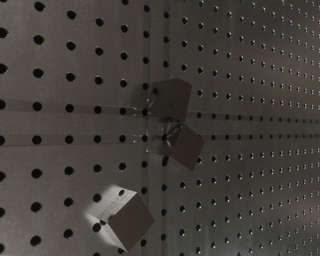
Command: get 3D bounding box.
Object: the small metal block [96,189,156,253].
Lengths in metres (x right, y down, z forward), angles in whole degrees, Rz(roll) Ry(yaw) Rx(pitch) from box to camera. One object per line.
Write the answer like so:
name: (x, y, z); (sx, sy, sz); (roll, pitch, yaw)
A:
small metal block: (-0.040, 0.112, 0.377); (0.050, 0.025, 0.050); (-42, 116, -32)

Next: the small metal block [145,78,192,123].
small metal block: (0.011, -0.034, 0.404); (0.025, 0.050, 0.050); (21, 77, -39)

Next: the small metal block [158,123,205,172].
small metal block: (0.031, 0.028, 0.438); (0.050, 0.025, 0.050); (38, 67, -34)
